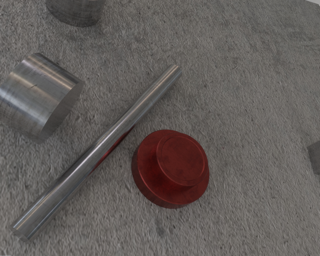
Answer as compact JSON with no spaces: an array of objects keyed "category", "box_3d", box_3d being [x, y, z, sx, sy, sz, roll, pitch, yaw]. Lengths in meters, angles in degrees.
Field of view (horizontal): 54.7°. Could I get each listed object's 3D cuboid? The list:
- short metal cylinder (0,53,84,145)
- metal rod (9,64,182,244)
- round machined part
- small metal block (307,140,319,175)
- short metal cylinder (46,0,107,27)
[{"category":"short metal cylinder","box_3d":[-0.123,-0.030,0.320,0.050,0.080,0.080,34,51,-6]},{"category":"metal rod","box_3d":[-0.052,0.005,0.372,0.025,0.025,0.301,40,51,-1]},{"category":"round machined part","box_3d":[0.019,0.044,0.376,0.099,0.042,0.098,14,56,-21]},{"category":"small metal block","box_3d":[0.276,0.046,0.509,0.025,0.050,0.050,13,56,-21]},{"category":"short metal cylinder","box_3d":[-0.117,-0.192,0.441,0.081,0.050,0.080,14,56,-21]}]
